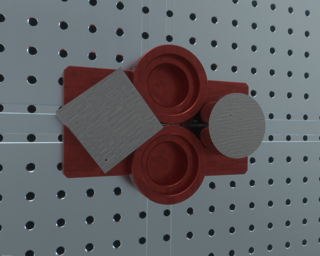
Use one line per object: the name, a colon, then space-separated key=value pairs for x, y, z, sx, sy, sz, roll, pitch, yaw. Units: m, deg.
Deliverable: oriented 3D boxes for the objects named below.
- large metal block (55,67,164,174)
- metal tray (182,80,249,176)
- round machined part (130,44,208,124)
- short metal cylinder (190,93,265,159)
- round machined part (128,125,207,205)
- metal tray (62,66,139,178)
large metal block: x=-0.057 y=-0.009 z=0.346 sx=0.080 sy=0.050 sz=0.080 roll=-38 pitch=103 yaw=-16
metal tray: x=0.078 y=0.000 z=0.436 sx=0.091 sy=0.030 sz=0.129 roll=1 pitch=90 yaw=-20
round machined part: x=0.008 y=-0.053 z=0.397 sx=0.099 sy=0.042 sz=0.097 roll=0 pitch=90 yaw=-20
short metal cylinder: x=0.086 y=-0.003 z=0.398 sx=0.081 sy=0.050 sz=0.079 roll=0 pitch=90 yaw=-20
round machined part: x=0.006 y=0.045 z=0.396 sx=0.099 sy=0.042 sz=0.097 roll=0 pitch=90 yaw=-20
metal tray: x=-0.073 y=-0.007 z=0.383 sx=0.091 sy=0.030 sz=0.129 roll=1 pitch=90 yaw=-21
